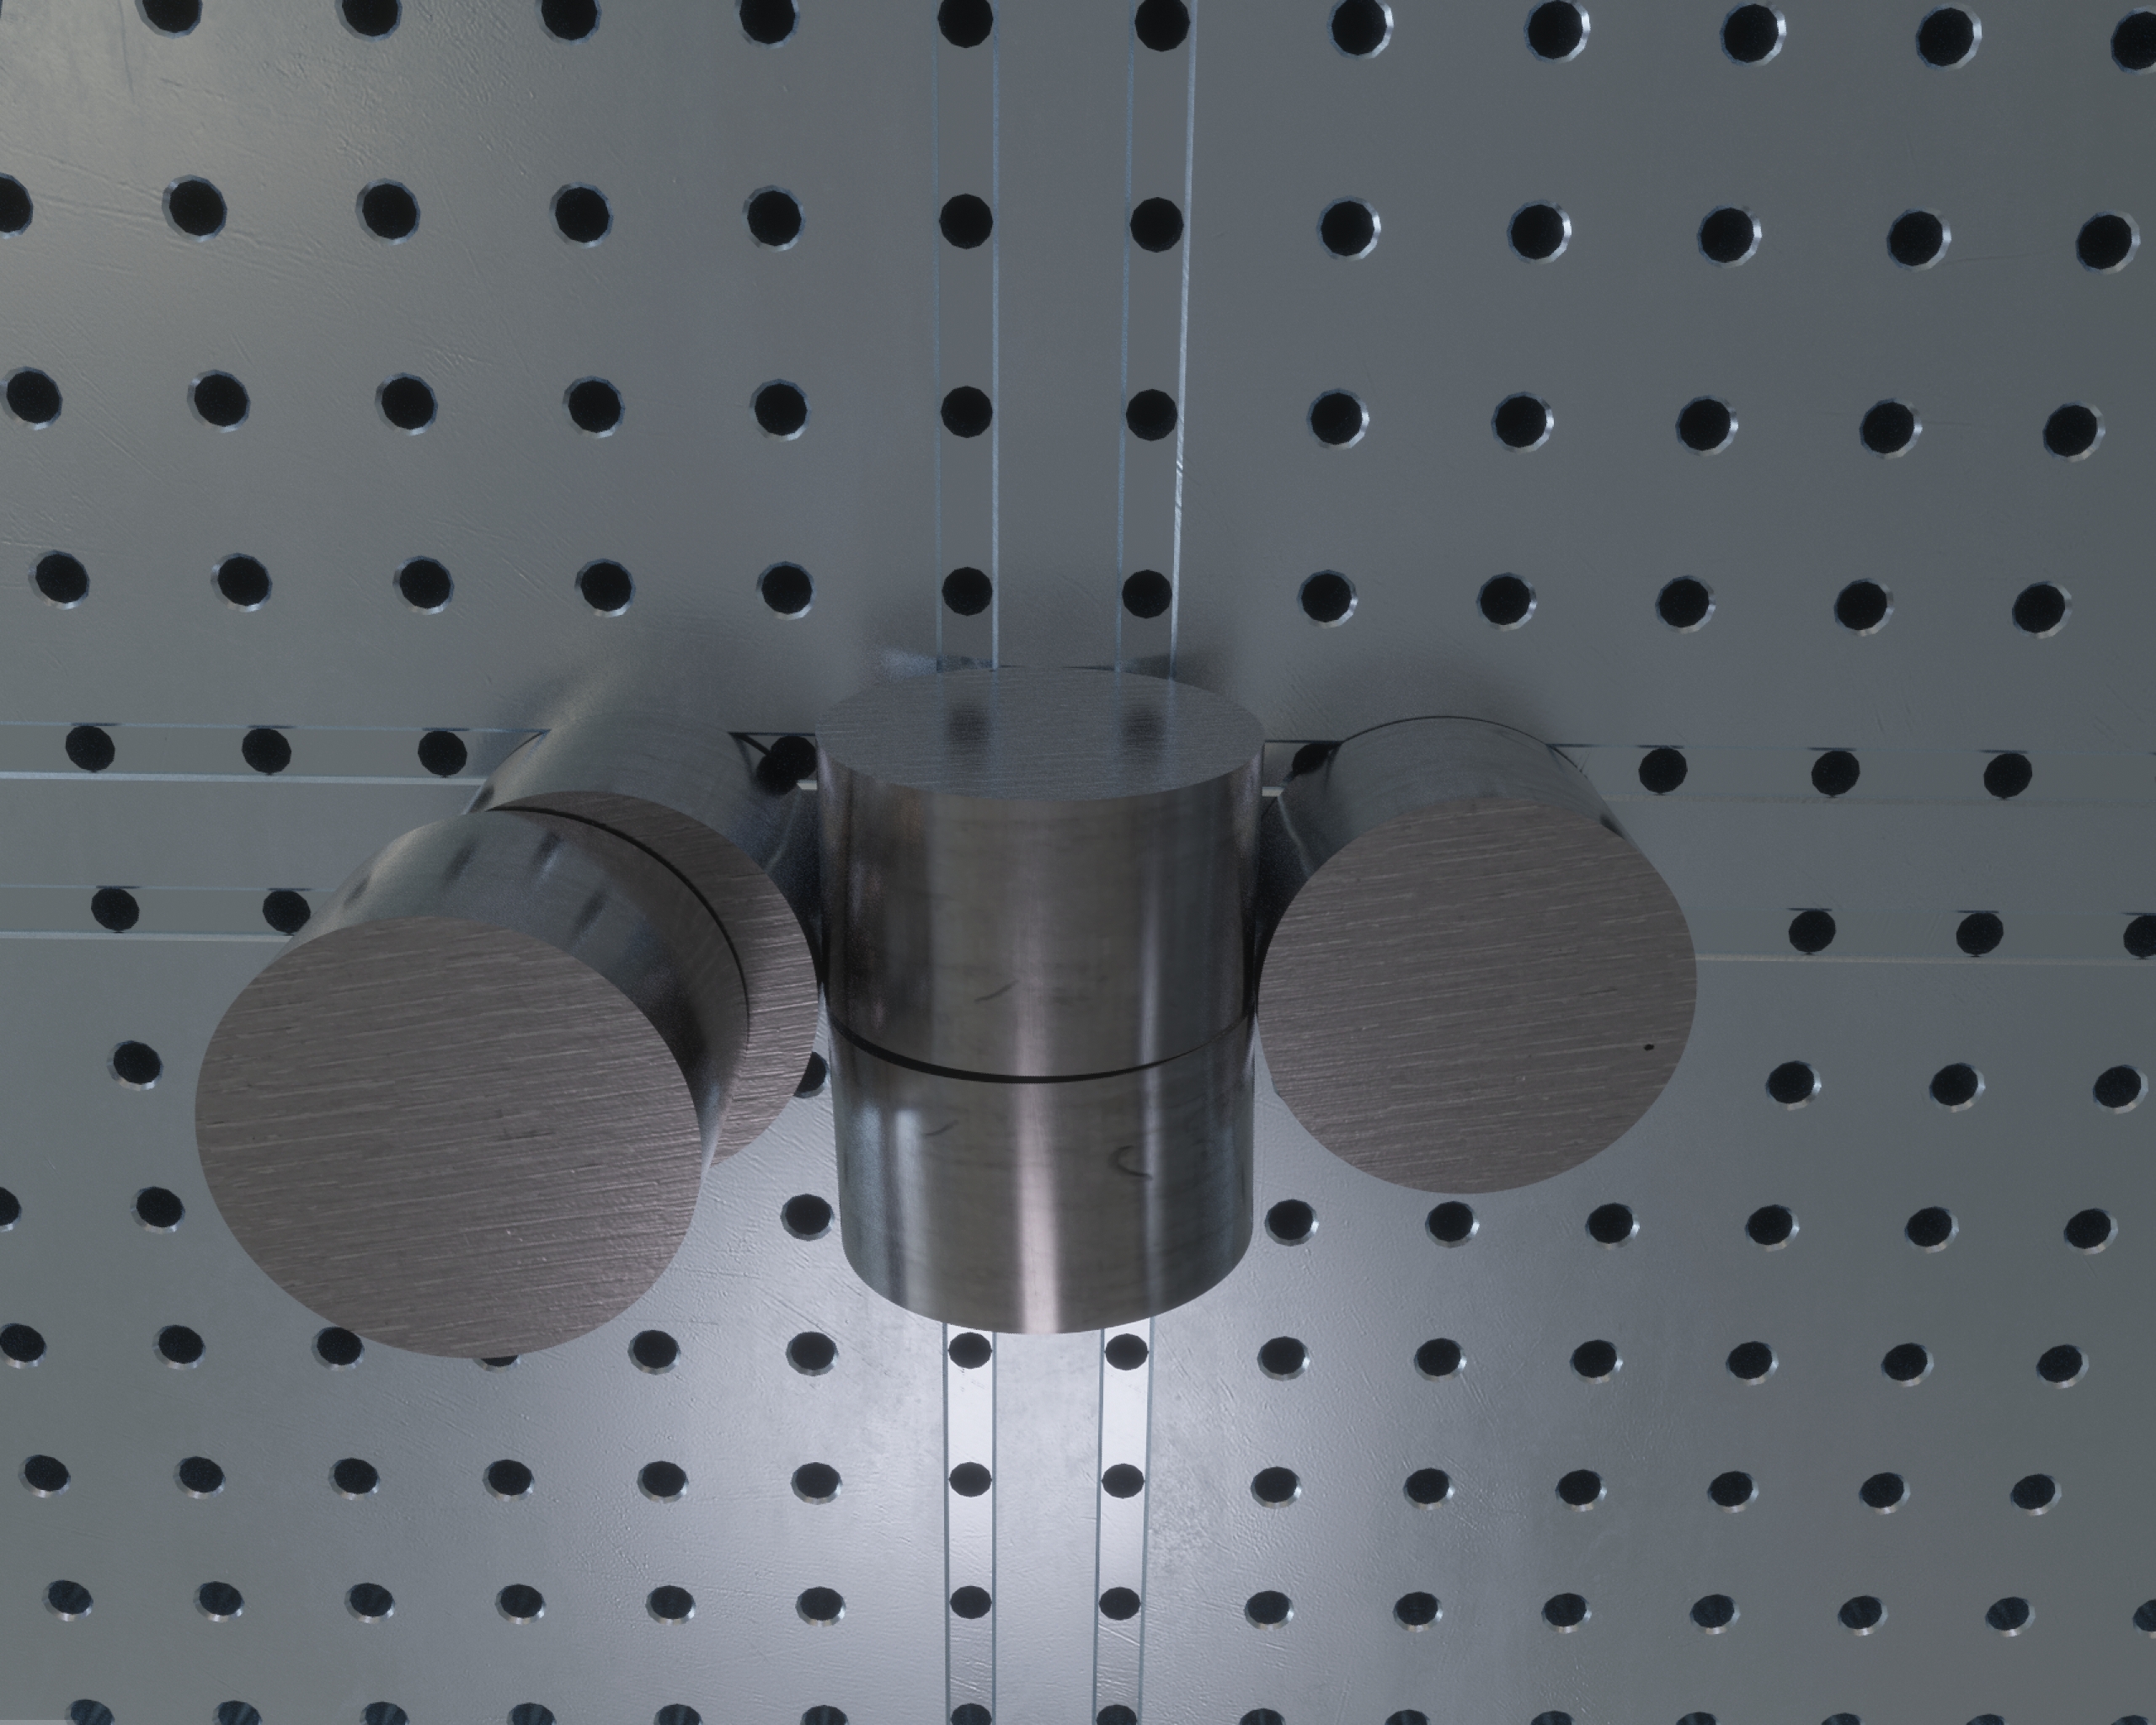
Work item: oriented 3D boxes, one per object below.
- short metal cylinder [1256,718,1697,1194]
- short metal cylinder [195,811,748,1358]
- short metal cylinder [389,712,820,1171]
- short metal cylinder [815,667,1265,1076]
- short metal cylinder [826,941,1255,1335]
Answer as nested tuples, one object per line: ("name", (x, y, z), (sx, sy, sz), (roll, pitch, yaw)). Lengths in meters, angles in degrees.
("short metal cylinder", (0.073, 0.017, 0.406), (0.081, 0.050, 0.079), (0, 110, 0))
("short metal cylinder", (-0.101, 0.037, 0.358), (0.081, 0.050, 0.079), (0, 110, 0))
("short metal cylinder", (-0.088, 0.016, 0.405), (0.081, 0.050, 0.079), (0, 110, 0))
("short metal cylinder", (-0.007, -0.001, 0.384), (0.081, 0.080, 0.050), (1, 111, -1))
("short metal cylinder", (-0.006, 0.047, 0.401), (0.081, 0.080, 0.050), (-1, 110, 0))
